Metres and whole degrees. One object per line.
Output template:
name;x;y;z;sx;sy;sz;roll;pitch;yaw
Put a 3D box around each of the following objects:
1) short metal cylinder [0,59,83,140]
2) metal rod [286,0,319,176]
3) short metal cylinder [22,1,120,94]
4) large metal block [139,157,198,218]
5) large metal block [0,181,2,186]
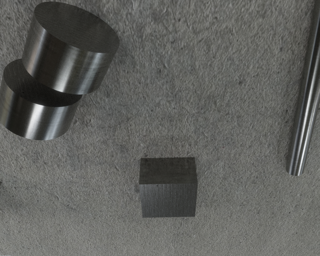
short metal cylinder;-0.132;-0.033;0.342;0.080;0.080;0.050;20;127;-17
metal rod;0.179;-0.050;0.366;0.025;0.025;0.298;-6;130;5
short metal cylinder;-0.087;-0.078;0.304;0.080;0.080;0.050;22;127;-18
large metal block;0.013;0.091;0.468;0.080;0.050;0.079;-1;130;1
large metal block;-0.299;0.118;0.469;0.080;0.080;0.050;-33;123;25
